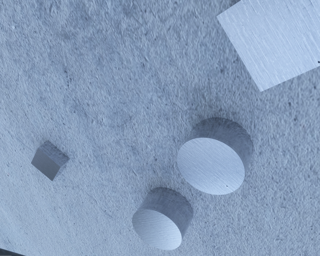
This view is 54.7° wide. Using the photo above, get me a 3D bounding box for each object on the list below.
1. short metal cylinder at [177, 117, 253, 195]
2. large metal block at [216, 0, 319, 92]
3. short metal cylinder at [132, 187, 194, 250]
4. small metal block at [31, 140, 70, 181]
[{"bbox_3d":[0.067,0.034,0.376,0.080,0.050,0.079,13,124,21],"label":"short metal cylinder"},{"bbox_3d":[0.111,-0.091,0.276,0.080,0.050,0.080,-25,105,37],"label":"large metal block"},{"bbox_3d":[0.005,0.138,0.474,0.080,0.050,0.079,13,124,21],"label":"short metal cylinder"},{"bbox_3d":[-0.193,0.058,0.545,0.050,0.025,0.050,40,129,0],"label":"small metal block"}]
